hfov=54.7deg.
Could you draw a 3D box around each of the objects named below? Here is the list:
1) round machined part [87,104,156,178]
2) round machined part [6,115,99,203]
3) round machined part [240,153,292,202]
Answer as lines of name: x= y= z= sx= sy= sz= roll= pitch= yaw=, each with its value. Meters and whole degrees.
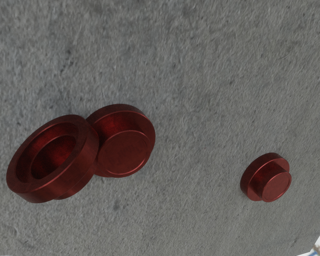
round machined part: x=-0.050 y=0.023 z=0.384 sx=0.099 sy=0.042 sz=0.097 roll=-14 pitch=125 yaw=-21
round machined part: x=-0.105 y=0.035 z=0.325 sx=0.098 sy=0.098 sz=0.042 roll=-37 pitch=130 yaw=-4
round machined part: x=0.201 y=0.097 z=0.569 sx=0.099 sy=0.042 sz=0.097 roll=-14 pitch=125 yaw=-21
